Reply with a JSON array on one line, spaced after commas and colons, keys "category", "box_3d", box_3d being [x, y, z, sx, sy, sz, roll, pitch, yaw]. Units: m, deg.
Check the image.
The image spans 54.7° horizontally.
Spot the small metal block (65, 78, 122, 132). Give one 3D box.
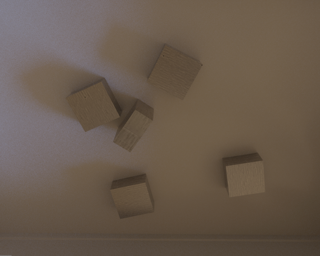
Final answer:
[{"category": "small metal block", "box_3d": [-0.084, -0.030, 0.399, 0.050, 0.025, 0.050, -23, 109, 8]}]

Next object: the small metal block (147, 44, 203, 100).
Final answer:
[{"category": "small metal block", "box_3d": [0.017, -0.070, 0.385, 0.050, 0.025, 0.050, 25, 108, -9]}]

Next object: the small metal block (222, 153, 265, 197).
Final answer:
[{"category": "small metal block", "box_3d": [0.118, 0.066, 0.437, 0.050, 0.025, 0.050, -9, 110, 3]}]

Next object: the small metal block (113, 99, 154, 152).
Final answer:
[{"category": "small metal block", "box_3d": [-0.033, -0.004, 0.396, 0.025, 0.050, 0.050, 33, 107, -11]}]

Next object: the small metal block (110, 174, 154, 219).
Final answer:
[{"category": "small metal block", "box_3d": [-0.039, 0.099, 0.447, 0.050, 0.025, 0.050, -13, 110, 4]}]
